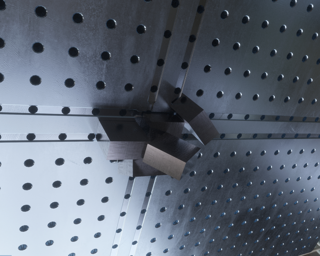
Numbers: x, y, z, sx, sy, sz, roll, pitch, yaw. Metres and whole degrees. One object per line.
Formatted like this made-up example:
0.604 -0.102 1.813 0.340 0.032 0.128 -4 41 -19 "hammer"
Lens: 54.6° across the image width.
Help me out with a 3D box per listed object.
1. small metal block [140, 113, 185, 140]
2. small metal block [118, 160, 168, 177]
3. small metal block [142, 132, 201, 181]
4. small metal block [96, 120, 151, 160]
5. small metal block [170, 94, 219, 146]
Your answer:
0.000 0.008 0.415 0.050 0.025 0.050 1 118 -30 "small metal block"
-0.023 0.049 0.409 0.050 0.050 0.025 1 86 -29 "small metal block"
0.015 0.033 0.377 0.050 0.050 0.025 -31 142 -59 "small metal block"
-0.046 0.014 0.378 0.050 0.050 0.025 2 118 -29 "small metal block"
0.046 -0.011 0.412 0.025 0.050 0.050 -41 130 -1 "small metal block"
